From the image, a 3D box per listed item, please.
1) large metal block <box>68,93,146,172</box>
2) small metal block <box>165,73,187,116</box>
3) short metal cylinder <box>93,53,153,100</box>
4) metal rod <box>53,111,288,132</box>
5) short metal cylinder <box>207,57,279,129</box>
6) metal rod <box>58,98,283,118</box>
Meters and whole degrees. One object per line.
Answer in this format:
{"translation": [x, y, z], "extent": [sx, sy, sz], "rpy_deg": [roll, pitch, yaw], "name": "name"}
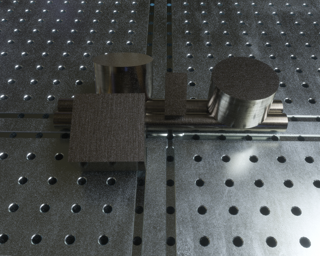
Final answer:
{"translation": [-0.057, 0.006, 0.363], "extent": [0.081, 0.050, 0.080], "rpy_deg": [0, 70, -1], "name": "large metal block"}
{"translation": [0.019, -0.043, 0.386], "extent": [0.025, 0.050, 0.050], "rpy_deg": [1, 8, 0], "name": "small metal block"}
{"translation": [-0.050, -0.070, 0.427], "extent": [0.081, 0.050, 0.080], "rpy_deg": [1, 26, 0], "name": "short metal cylinder"}
{"translation": [0.014, -0.009, 0.411], "extent": [0.302, 0.025, 0.025], "rpy_deg": [1, 50, 0], "name": "metal rod"}
{"translation": [0.103, -0.046, 0.394], "extent": [0.081, 0.050, 0.080], "rpy_deg": [0, 50, 0], "name": "short metal cylinder"}
{"translation": [0.014, -0.028, 0.427], "extent": [0.302, 0.025, 0.025], "rpy_deg": [1, 50, 0], "name": "metal rod"}
